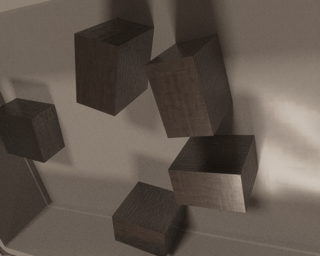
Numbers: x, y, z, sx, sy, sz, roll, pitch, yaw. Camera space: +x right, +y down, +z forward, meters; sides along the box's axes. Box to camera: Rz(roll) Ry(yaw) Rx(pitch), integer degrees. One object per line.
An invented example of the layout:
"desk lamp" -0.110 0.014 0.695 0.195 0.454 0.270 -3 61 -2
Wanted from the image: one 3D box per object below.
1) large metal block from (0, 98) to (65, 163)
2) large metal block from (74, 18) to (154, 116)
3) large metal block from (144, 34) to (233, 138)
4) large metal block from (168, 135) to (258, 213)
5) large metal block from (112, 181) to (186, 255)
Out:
"large metal block" -0.211 0.003 0.502 0.080 0.050 0.079 10 123 22
"large metal block" -0.051 -0.072 0.354 0.050 0.080 0.079 20 126 16
"large metal block" 0.035 -0.045 0.326 0.050 0.080 0.080 -5 116 30
"large metal block" 0.067 0.049 0.368 0.080 0.080 0.050 0 118 28
"large metal block" -0.013 0.133 0.461 0.080 0.080 0.050 12 124 21
